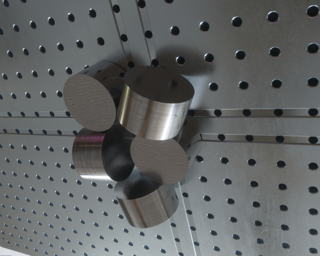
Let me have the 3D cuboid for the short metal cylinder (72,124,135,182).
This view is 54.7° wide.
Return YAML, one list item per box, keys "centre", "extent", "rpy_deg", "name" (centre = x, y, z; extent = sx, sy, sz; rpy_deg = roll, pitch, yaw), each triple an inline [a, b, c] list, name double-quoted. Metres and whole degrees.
- centre: [-0.076, 0.035, 0.438]
  extent: [0.050, 0.080, 0.080]
  rpy_deg: [-3, 117, 29]
  name: "short metal cylinder"

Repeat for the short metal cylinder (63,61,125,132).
- centre: [-0.079, -0.042, 0.410]
  extent: [0.080, 0.050, 0.079]
  rpy_deg: [14, 125, 21]
  name: "short metal cylinder"

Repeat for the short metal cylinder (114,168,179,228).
- centre: [-0.019, 0.096, 0.444]
  extent: [0.080, 0.080, 0.050]
  rpy_deg: [-6, 116, 31]
  name: "short metal cylinder"

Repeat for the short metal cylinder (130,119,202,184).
- centre: [0.009, 0.026, 0.407]
  extent: [0.080, 0.050, 0.079]
  rpy_deg: [13, 124, 20]
  name: "short metal cylinder"

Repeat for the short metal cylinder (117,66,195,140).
- centre: [-0.006, -0.031, 0.360]
  extent: [0.080, 0.080, 0.050]
  rpy_deg: [25, 127, 12]
  name: "short metal cylinder"
